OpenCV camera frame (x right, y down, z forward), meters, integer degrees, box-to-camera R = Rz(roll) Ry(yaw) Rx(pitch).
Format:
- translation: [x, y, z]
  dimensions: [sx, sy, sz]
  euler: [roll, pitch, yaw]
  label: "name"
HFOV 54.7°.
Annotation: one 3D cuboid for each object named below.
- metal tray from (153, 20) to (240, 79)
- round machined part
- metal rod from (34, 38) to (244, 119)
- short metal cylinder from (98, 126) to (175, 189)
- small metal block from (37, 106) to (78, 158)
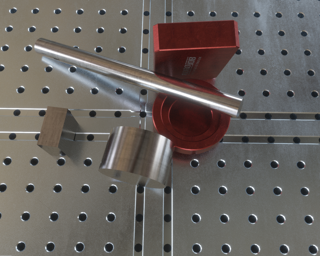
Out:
- translation: [0.037, -0.091, 0.388]
  dimensions: [0.091, 0.130, 0.030]
  euler: [-3, 85, -2]
  label: "metal tray"
- translation: [0.039, -0.012, 0.408]
  dimensions: [0.099, 0.042, 0.098]
  euler: [0, 70, -1]
  label: "round machined part"
- translation: [-0.042, -0.071, 0.404]
  dimensions: [0.301, 0.025, 0.025]
  euler: [20, 71, 20]
  label: "metal rod"
- translation: [-0.027, 0.037, 0.369]
  dimensions: [0.080, 0.080, 0.050]
  euler: [13, 71, 4]
  label: "short metal cylinder"
- translation: [-0.129, 0.006, 0.395]
  dimensions: [0.025, 0.050, 0.050]
  euler: [7, 70, 2]
  label: "small metal block"
